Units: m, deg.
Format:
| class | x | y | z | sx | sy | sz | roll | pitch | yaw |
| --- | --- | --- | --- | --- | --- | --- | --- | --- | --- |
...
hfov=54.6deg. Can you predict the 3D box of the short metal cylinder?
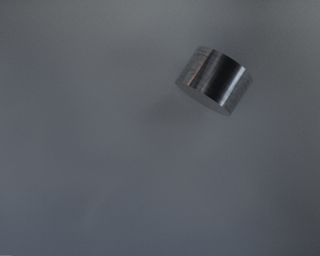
| class | x | y | z | sx | sy | sz | roll | pitch | yaw |
| --- | --- | --- | --- | --- | --- | --- | --- | --- | --- |
| short metal cylinder | 0.066 | -0.057 | 0.384 | 0.080 | 0.080 | 0.050 | 33 | 90 | 0 |
